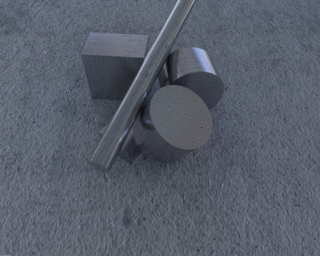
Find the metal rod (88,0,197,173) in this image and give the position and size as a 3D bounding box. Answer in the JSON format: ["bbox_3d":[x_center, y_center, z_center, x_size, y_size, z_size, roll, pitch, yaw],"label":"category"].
[{"bbox_3d":[-0.008,-0.081,0.390,0.025,0.025,0.300,18,63,14],"label":"metal rod"}]

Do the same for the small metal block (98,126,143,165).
[{"bbox_3d":[-0.041,0.010,0.394,0.050,0.025,0.050,32,57,24],"label":"small metal block"}]

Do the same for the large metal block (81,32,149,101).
[{"bbox_3d":[-0.058,-0.085,0.438,0.080,0.080,0.050,4,50,3],"label":"large metal block"}]

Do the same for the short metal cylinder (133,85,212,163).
[{"bbox_3d":[0.014,-0.004,0.369,0.081,0.050,0.080,12,62,-23],"label":"short metal cylinder"}]

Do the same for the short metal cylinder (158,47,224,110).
[{"bbox_3d":[0.040,-0.061,0.419,0.081,0.080,0.050,-8,51,-6],"label":"short metal cylinder"}]
